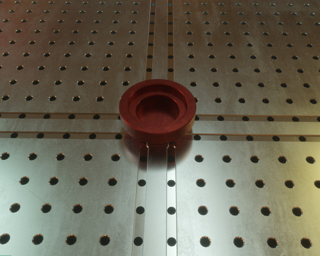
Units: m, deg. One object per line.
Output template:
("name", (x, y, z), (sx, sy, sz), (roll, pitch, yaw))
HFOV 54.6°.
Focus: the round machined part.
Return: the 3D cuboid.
("round machined part", (-0.003, -0.017, 0.410), (0.099, 0.042, 0.098), (0, 50, 0))
